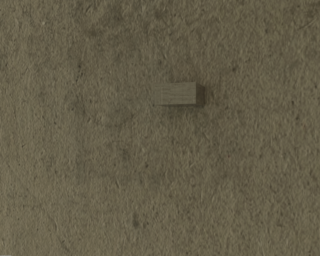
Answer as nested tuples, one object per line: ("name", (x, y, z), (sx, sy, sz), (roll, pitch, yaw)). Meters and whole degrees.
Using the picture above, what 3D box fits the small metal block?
("small metal block", (0.026, -0.040, 0.387), (0.050, 0.050, 0.025), (0, 90, 20))
